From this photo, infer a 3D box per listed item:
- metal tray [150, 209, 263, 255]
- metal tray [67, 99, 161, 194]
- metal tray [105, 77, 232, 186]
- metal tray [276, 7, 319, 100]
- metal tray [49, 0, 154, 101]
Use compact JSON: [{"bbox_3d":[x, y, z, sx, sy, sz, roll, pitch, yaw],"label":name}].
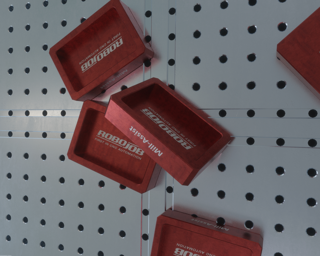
[{"bbox_3d":[0.055,0.165,0.390,0.130,0.030,0.090,11,94,19],"label":"metal tray"},{"bbox_3d":[-0.057,0.023,0.430,0.130,0.030,0.090,22,97,18],"label":"metal tray"},{"bbox_3d":[0.011,-0.002,0.372,0.130,0.091,0.030,40,131,15],"label":"metal tray"},{"bbox_3d":[0.207,-0.099,0.337,0.130,0.030,0.090,-42,77,15],"label":"metal tray"},{"bbox_3d":[-0.086,-0.107,0.440,0.130,0.030,0.090,-31,80,17],"label":"metal tray"}]
